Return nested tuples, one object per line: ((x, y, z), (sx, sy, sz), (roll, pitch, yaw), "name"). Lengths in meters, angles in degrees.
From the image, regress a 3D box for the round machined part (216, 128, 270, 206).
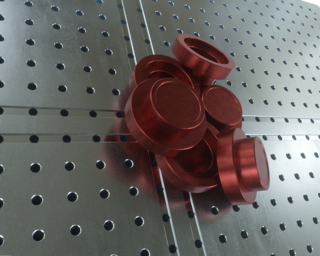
((0.110, 0.047, 0.395), (0.098, 0.042, 0.098), (32, 52, -52), "round machined part")

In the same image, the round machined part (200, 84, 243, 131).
((0.081, -0.024, 0.455), (0.099, 0.042, 0.098), (13, 56, -21), "round machined part")

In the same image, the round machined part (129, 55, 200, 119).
((0.003, -0.050, 0.429), (0.099, 0.042, 0.098), (13, 56, -21), "round machined part")

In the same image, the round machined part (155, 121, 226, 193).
((0.037, 0.036, 0.395), (0.099, 0.042, 0.098), (13, 56, -21), "round machined part")

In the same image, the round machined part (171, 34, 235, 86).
((0.062, -0.101, 0.477), (0.099, 0.042, 0.098), (20, 32, -13), "round machined part")

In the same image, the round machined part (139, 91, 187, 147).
((0.007, -0.012, 0.407), (0.099, 0.042, 0.098), (13, 56, -21), "round machined part")

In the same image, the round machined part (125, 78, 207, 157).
((0.013, -0.019, 0.361), (0.099, 0.042, 0.098), (13, 56, -21), "round machined part")
